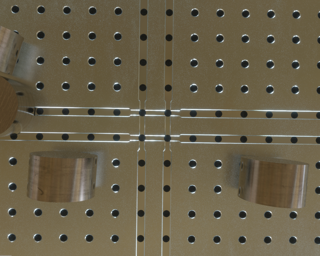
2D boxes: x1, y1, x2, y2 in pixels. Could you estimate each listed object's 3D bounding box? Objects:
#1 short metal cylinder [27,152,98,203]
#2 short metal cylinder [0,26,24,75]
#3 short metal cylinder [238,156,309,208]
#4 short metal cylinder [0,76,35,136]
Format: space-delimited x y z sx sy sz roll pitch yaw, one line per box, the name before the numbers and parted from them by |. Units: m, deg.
short metal cylinder | -0.120 0.058 0.384 0.081 0.080 0.050 4 90 -1
short metal cylinder | -0.218 -0.102 0.383 0.080 0.080 0.050 17 90 -1
short metal cylinder | 0.141 0.065 0.388 0.081 0.080 0.050 5 90 -1
short metal cylinder | -0.212 -0.028 0.398 0.081 0.050 0.079 0 90 -1
